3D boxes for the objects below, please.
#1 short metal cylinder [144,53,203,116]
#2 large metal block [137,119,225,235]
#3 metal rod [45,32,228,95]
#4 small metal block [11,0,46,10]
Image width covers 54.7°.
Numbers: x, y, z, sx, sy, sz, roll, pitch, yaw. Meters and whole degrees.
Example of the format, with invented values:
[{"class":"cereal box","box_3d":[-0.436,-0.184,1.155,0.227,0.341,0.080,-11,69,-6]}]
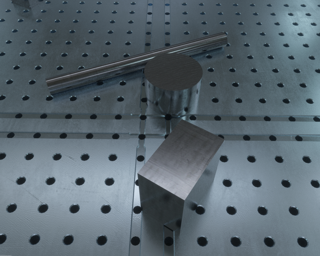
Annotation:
[{"class":"short metal cylinder","box_3d":[0.018,-0.063,0.445,0.081,0.050,0.080,0,50,0]},{"class":"large metal block","box_3d":[0.022,0.052,0.329,0.050,0.080,0.080,27,55,20]},{"class":"metal rod","box_3d":[-0.027,-0.108,0.497,0.302,0.025,0.025,-19,53,-16]},{"class":"small metal block","box_3d":[-0.268,-0.271,0.632,0.050,0.025,0.050,22,53,17]}]
